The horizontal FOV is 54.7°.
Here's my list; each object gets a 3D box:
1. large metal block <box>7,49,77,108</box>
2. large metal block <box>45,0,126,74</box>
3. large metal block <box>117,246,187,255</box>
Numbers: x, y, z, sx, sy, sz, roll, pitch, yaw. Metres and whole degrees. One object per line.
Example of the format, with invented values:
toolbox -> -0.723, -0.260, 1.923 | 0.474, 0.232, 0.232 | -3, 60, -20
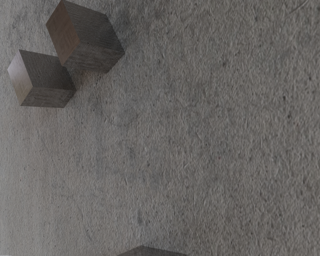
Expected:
large metal block -> -0.205, -0.083, 0.539 | 0.050, 0.081, 0.080 | -43, 64, 32
large metal block -> -0.110, -0.133, 0.460 | 0.050, 0.081, 0.080 | -40, 66, 33
large metal block -> -0.010, 0.204, 0.397 | 0.080, 0.050, 0.080 | -7, 85, 39
